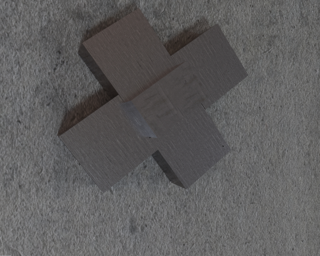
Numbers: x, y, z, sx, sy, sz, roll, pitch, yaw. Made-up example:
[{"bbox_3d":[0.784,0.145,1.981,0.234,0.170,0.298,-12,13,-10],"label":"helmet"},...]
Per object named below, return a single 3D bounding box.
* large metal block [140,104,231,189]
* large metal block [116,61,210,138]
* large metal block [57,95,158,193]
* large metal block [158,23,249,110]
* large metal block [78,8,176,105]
[{"bbox_3d":[0.032,0.020,0.409,0.080,0.050,0.080,-38,103,-16],"label":"large metal block"},{"bbox_3d":[0.000,-0.033,0.382,0.080,0.080,0.050,-38,103,-16],"label":"large metal block"},{"bbox_3d":[-0.064,0.017,0.373,0.080,0.050,0.080,-38,103,-16],"label":"large metal block"},{"bbox_3d":[0.057,-0.079,0.418,0.080,0.050,0.080,-38,103,-16],"label":"large metal block"},{"bbox_3d":[-0.041,-0.085,0.382,0.080,0.050,0.080,-38,103,-16],"label":"large metal block"}]
